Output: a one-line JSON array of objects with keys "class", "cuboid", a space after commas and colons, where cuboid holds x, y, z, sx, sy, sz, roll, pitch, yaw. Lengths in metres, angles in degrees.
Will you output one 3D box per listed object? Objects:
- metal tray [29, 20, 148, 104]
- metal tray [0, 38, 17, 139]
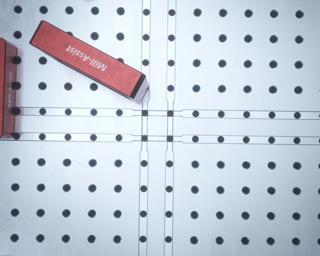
[{"class": "metal tray", "cuboid": [-0.079, -0.075, 0.380, 0.130, 0.090, 0.030, 28, 90, 0]}, {"class": "metal tray", "cuboid": [-0.243, -0.052, 0.409, 0.090, 0.030, 0.129, 2, 90, 0]}]
